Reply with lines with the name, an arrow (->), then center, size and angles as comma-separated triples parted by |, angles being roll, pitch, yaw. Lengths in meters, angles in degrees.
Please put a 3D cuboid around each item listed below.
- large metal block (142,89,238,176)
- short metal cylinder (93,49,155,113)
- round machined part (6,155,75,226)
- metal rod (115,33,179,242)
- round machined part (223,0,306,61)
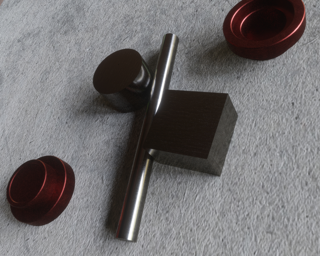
large metal block -> 0.038, 0.004, 0.366 | 0.080, 0.050, 0.080 | 8, 66, 31
short metal cylinder -> -0.051, -0.069, 0.457 | 0.080, 0.050, 0.080 | -13, 56, 21
round machined part -> -0.172, 0.083, 0.432 | 0.098, 0.042, 0.098 | -13, 56, 21
metal rod -> -0.011, -0.006, 0.413 | 0.025, 0.025, 0.300 | -2, 60, 27
round machined part -> 0.135, -0.127, 0.400 | 0.098, 0.042, 0.098 | -13, 56, 21
